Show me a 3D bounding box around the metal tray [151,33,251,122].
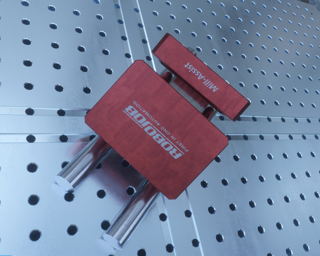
[{"bbox_3d":[0.051,-0.064,0.406,0.130,0.030,0.090,40,7,-2],"label":"metal tray"}]

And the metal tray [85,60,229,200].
[{"bbox_3d":[-0.004,0.002,0.337,0.130,0.030,0.090,43,94,0],"label":"metal tray"}]

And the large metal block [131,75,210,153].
[{"bbox_3d":[0.018,-0.021,0.396,0.050,0.080,0.080,41,51,-1],"label":"large metal block"}]

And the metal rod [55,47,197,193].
[{"bbox_3d":[-0.025,-0.032,0.416,0.025,0.025,0.301,40,51,-1],"label":"metal rod"}]

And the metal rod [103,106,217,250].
[{"bbox_3d":[0.028,0.027,0.409,0.025,0.025,0.301,41,51,-1],"label":"metal rod"}]
